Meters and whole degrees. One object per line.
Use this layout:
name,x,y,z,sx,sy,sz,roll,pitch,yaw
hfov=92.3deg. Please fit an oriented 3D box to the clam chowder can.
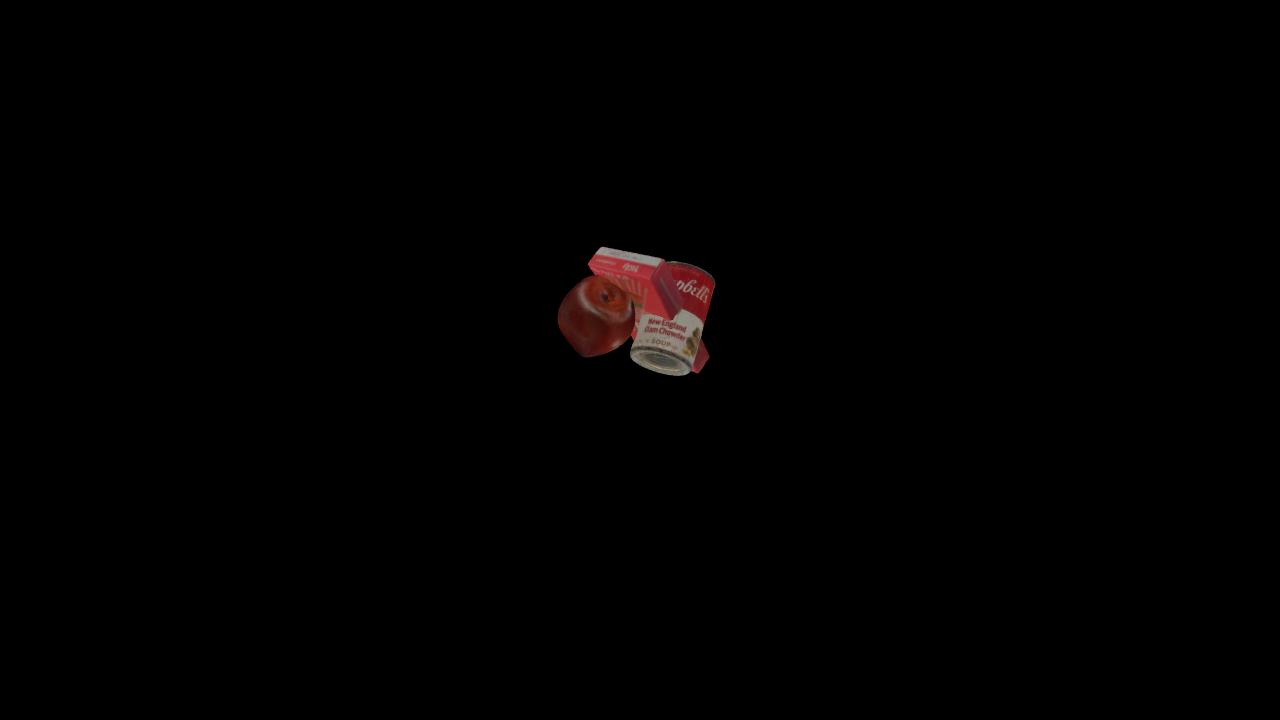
clam chowder can,0.034,-0.042,0.642,0.068,0.102,0.068,15,-17,5

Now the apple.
apple,-0.045,-0.044,0.631,0.079,0.079,0.093,0,-28,-19

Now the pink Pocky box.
pink Pocky box,0.013,-0.050,0.645,0.084,0.029,0.155,20,-26,37
